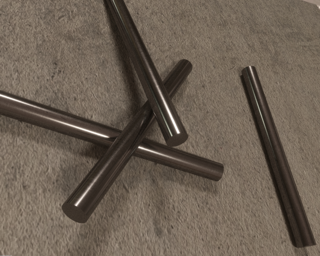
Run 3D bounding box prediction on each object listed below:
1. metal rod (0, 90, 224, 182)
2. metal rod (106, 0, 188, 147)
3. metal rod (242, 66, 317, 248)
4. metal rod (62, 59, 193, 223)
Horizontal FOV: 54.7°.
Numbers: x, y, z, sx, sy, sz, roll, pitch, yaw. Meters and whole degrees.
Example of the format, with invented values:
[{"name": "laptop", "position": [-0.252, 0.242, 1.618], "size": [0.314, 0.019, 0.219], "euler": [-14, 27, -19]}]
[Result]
[{"name": "metal rod", "position": [-0.058, 0.012, 0.366], "size": [0.302, 0.025, 0.025], "euler": [19, 54, -17]}, {"name": "metal rod", "position": [-0.030, -0.103, 0.415], "size": [0.025, 0.025, 0.299], "euler": [-1, 51, -29]}, {"name": "metal rod", "position": [0.178, 0.028, 0.485], "size": [0.025, 0.025, 0.299], "euler": [6, 59, -26]}, {"name": "metal rod", "position": [-0.017, -0.012, 0.375], "size": [0.025, 0.025, 0.301], "euler": [37, 42, -4]}]
